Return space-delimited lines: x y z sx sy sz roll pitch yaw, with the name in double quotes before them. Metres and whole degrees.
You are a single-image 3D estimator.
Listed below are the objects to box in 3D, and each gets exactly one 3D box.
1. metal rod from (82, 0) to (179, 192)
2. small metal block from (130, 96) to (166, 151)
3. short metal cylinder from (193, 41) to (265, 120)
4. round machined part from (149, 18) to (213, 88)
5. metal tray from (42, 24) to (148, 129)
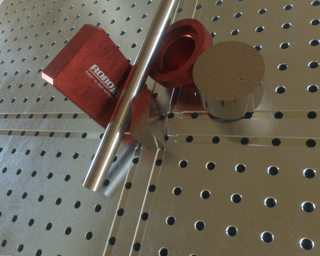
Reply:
"metal rod" -0.034 -0.059 0.420 0.025 0.025 0.299 18 84 35
"small metal block" -0.014 -0.005 0.402 0.025 0.050 0.050 -13 57 21
"short metal cylinder" 0.083 -0.057 0.373 0.080 0.050 0.080 -6 65 14
"round machined part" 0.031 -0.098 0.431 0.098 0.042 0.098 -20 55 33
"metal tray" -0.081 -0.062 0.420 0.030 0.130 0.090 31 79 37
